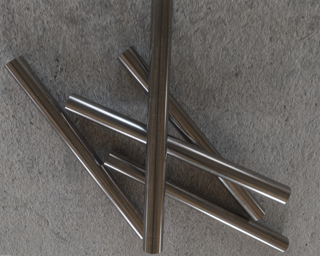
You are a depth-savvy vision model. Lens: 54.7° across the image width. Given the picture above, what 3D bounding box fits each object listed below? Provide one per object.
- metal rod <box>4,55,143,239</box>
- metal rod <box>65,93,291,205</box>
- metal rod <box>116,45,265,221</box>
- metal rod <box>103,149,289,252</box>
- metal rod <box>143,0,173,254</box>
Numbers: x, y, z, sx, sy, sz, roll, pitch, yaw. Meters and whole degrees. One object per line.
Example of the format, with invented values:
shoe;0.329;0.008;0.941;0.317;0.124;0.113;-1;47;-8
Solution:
metal rod;-0.101;0.038;0.422;0.025;0.025;0.299;-30;108;10
metal rod;0.023;0.026;0.397;0.301;0.025;0.025;24;109;0
metal rod;0.050;0.017;0.416;0.025;0.025;0.300;-37;106;12
metal rod;0.059;0.109;0.450;0.301;0.025;0.025;28;108;-10
metal rod;-0.003;0.001;0.370;0.025;0.025;0.298;2;95;-1
